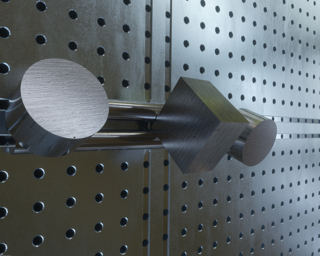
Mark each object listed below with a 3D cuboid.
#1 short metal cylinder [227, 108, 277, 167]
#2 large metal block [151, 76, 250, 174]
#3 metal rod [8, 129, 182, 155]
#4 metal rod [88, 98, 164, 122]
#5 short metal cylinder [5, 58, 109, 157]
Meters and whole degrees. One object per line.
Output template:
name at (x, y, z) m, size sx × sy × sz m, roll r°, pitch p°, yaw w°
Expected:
short metal cylinder at (0.139, 0.014, 0.492) m, size 0.081 × 0.050 × 0.079 m, roll -19°, pitch 123°, yaw -31°
large metal block at (0.044, -0.003, 0.372) m, size 0.050 × 0.080 × 0.079 m, roll 1°, pitch 132°, yaw -40°
metal rod at (-0.024, 0.014, 0.389) m, size 0.302 × 0.025 × 0.025 m, roll 1°, pitch 90°, yaw -40°
metal rod at (0.034, -0.020, 0.437) m, size 0.302 × 0.025 × 0.025 m, roll 1°, pitch 90°, yaw -40°
short metal cylinder at (-0.096, -0.018, 0.293) m, size 0.080 × 0.050 × 0.080 m, roll 20°, pitch 56°, yaw -31°
